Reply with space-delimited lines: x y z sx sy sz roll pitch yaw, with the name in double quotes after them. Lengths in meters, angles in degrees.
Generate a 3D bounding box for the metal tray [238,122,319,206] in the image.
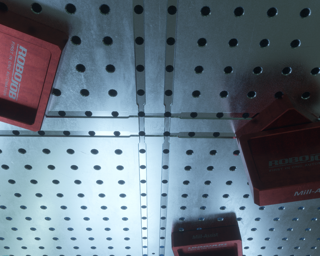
0.167 0.038 0.363 0.131 0.090 0.030 -10 130 8 "metal tray"

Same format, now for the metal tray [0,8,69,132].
-0.167 -0.061 0.353 0.091 0.030 0.129 19 128 -16 "metal tray"

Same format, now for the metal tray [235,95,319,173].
0.182 0.021 0.429 0.131 0.030 0.090 30 124 -23 "metal tray"

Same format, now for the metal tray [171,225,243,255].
0.094 0.236 0.611 0.131 0.030 0.090 -9 130 7 "metal tray"
